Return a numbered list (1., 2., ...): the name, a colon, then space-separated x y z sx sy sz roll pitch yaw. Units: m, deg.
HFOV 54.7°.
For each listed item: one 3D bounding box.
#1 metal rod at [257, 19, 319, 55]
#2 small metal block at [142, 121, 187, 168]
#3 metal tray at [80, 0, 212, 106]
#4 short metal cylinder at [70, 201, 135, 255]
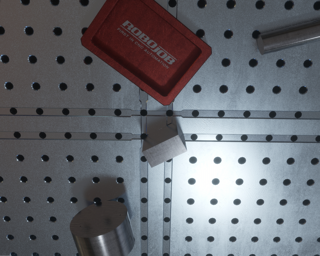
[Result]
1. metal rod: 0.268 -0.136 0.365 0.301 0.025 0.025 -13 110 4
2. small metal block: 0.006 0.021 0.408 0.050 0.050 0.025 -26 108 9
3. metal tray: -0.015 -0.100 0.373 0.130 0.030 0.090 36 106 -13
4. short metal cylinder: -0.080 0.147 0.438 0.080 0.080 0.050 -10 110 3
